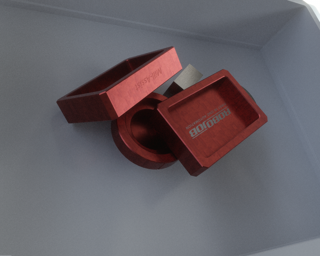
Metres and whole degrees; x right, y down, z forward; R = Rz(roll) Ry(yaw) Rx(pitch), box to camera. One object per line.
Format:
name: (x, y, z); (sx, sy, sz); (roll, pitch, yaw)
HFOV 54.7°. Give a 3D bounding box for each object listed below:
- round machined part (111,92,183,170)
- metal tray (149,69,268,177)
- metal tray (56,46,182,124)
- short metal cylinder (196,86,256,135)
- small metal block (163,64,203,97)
round machined part: (-0.014, 0.006, 0.384); (0.099, 0.042, 0.098); (14, 56, -21)
metal tray: (0.063, -0.011, 0.382); (0.131, 0.030, 0.090); (-31, 78, -34)
metal tray: (-0.045, -0.052, 0.369); (0.131, 0.090, 0.030); (-43, 119, -40)
short metal cylinder: (0.096, -0.023, 0.455); (0.081, 0.050, 0.080); (14, 56, -21)
small metal block: (0.029, -0.056, 0.438); (0.025, 0.050, 0.050); (40, 49, -2)
